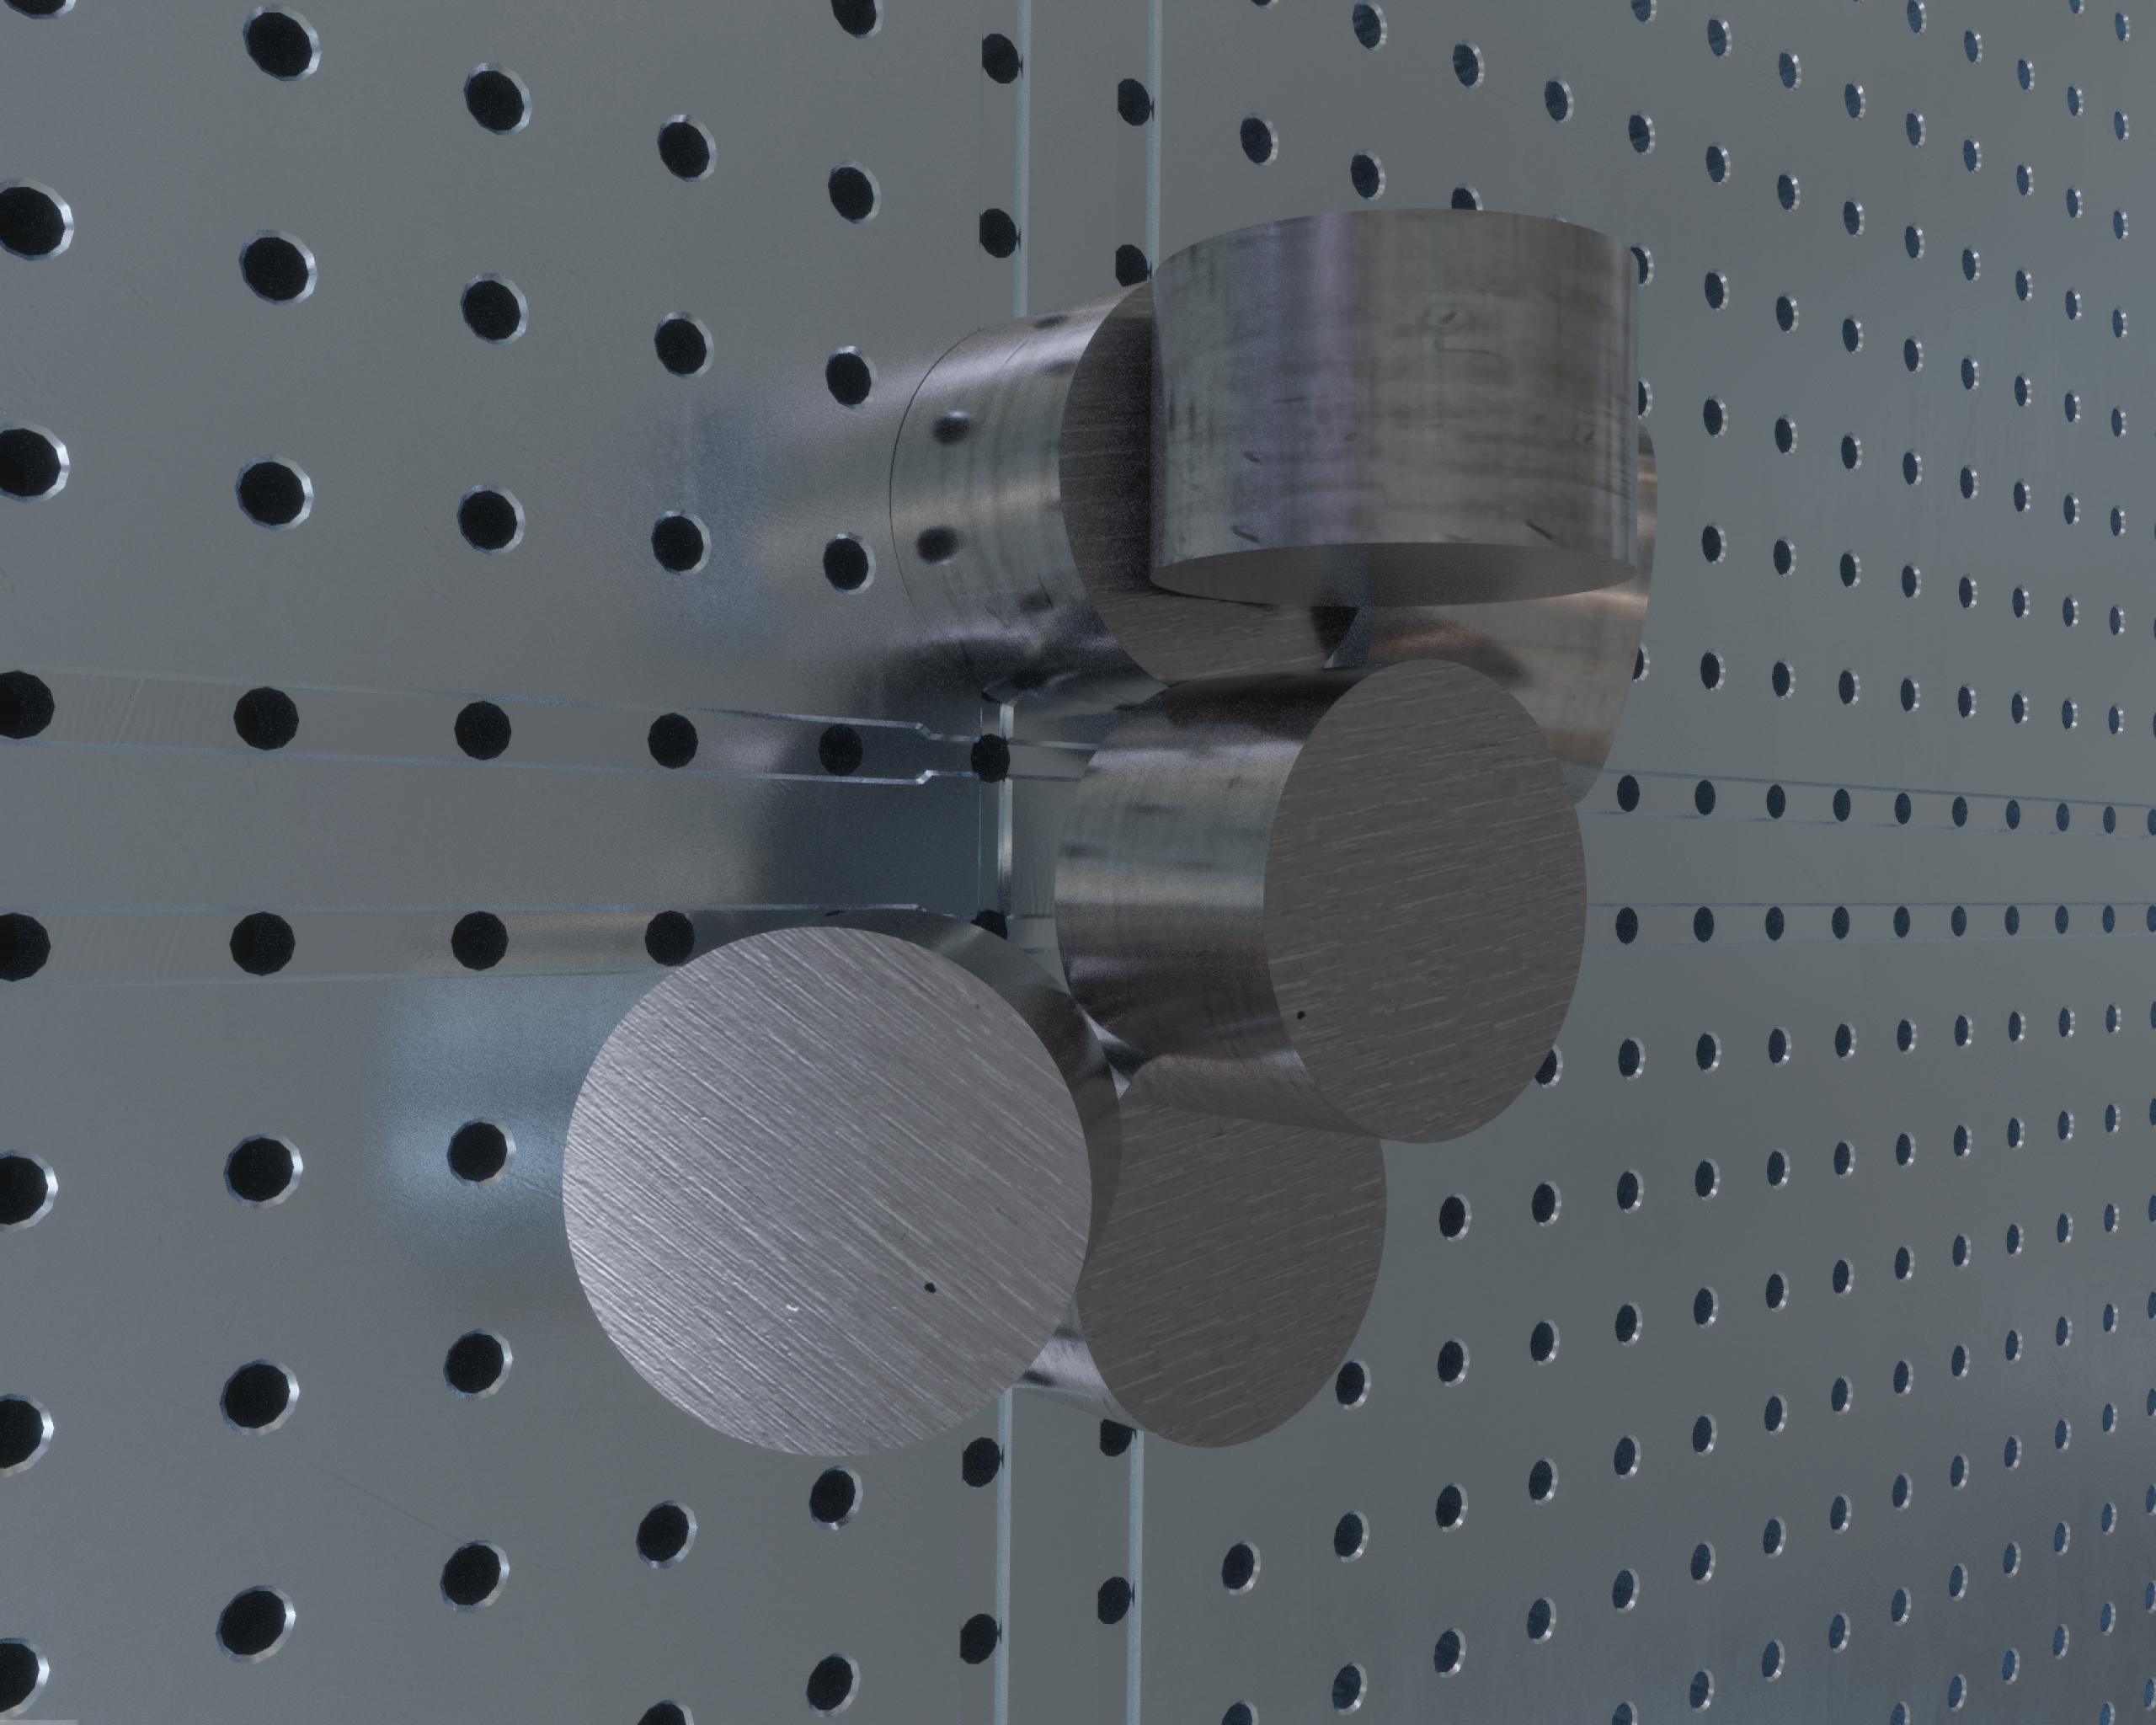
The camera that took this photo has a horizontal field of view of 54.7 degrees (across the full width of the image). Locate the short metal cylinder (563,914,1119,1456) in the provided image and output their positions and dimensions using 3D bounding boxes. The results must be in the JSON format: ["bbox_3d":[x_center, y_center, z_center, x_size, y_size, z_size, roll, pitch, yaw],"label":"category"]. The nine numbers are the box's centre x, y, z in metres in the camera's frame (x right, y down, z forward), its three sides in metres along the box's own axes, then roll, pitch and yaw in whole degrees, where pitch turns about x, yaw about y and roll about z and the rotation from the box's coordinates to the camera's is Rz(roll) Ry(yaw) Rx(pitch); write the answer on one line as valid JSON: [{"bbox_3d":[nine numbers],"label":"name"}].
[{"bbox_3d":[-0.035,0.048,0.336,0.050,0.080,0.079,-16,104,-84],"label":"short metal cylinder"}]

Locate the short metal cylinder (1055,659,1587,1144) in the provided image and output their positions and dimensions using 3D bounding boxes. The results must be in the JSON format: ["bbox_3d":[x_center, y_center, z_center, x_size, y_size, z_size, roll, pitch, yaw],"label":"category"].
[{"bbox_3d":[0.043,0.006,0.362,0.081,0.050,0.079,0,90,-40],"label":"short metal cylinder"}]

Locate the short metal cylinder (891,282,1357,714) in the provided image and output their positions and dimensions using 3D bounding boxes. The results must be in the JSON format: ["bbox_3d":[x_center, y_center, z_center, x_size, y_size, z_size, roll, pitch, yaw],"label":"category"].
[{"bbox_3d":[0.012,-0.069,0.402,0.081,0.050,0.079,-1,91,-40],"label":"short metal cylinder"}]

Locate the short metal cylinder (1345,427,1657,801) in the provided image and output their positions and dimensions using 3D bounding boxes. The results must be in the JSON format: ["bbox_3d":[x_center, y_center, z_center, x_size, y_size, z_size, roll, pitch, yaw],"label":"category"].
[{"bbox_3d":[0.084,-0.055,0.434,0.050,0.080,0.080,8,83,1],"label":"short metal cylinder"}]

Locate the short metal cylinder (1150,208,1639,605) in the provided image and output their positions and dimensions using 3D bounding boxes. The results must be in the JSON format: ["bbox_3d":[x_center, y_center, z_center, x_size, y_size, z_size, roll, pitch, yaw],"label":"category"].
[{"bbox_3d":[0.053,-0.073,0.350,0.081,0.080,0.050,0,90,-40],"label":"short metal cylinder"}]

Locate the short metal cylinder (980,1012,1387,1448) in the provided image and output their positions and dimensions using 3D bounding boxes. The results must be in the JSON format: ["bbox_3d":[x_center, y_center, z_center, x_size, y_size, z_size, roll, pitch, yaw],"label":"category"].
[{"bbox_3d":[0.014,0.067,0.403,0.081,0.050,0.079,-1,92,-40],"label":"short metal cylinder"}]
